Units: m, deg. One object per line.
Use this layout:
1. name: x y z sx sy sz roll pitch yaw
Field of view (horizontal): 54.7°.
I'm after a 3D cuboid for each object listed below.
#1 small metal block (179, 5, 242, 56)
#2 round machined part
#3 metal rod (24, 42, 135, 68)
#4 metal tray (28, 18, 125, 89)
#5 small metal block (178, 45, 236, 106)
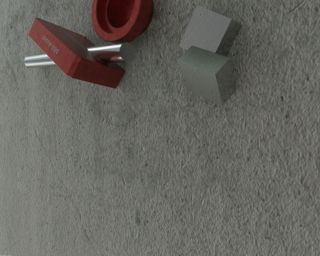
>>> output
1. small metal block: 0.057 -0.106 0.357 0.050 0.025 0.050 38 113 33
2. round machined part: -0.048 -0.165 0.431 0.098 0.042 0.097 0 90 39
3. metal rod: -0.149 -0.115 0.508 0.300 0.025 0.025 9 96 44
4. metal tray: -0.123 -0.111 0.459 0.130 0.091 0.030 43 110 31
5. small metal block: 0.052 -0.058 0.341 0.050 0.050 0.025 30 70 35
